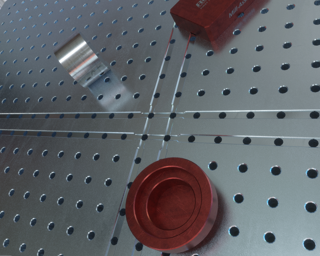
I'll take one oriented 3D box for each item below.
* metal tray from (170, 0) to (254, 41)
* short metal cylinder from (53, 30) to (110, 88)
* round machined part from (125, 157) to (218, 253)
[{"bbox_3d":[0.091,-0.203,0.482,0.130,0.030,0.090,-46,51,-4],"label":"metal tray"},{"bbox_3d":[-0.128,-0.113,0.510,0.050,0.080,0.080,-37,51,3],"label":"short metal cylinder"},{"bbox_3d":[0.015,0.085,0.337,0.098,0.042,0.098,-13,56,21],"label":"round machined part"}]
